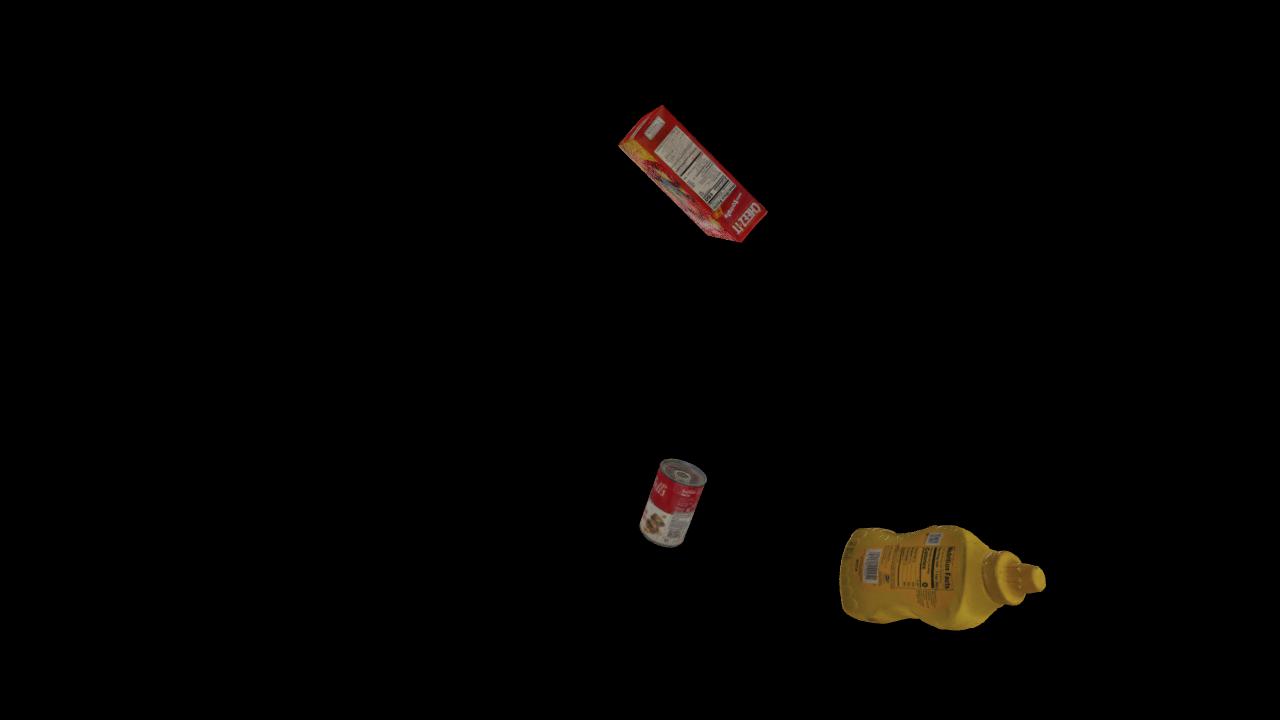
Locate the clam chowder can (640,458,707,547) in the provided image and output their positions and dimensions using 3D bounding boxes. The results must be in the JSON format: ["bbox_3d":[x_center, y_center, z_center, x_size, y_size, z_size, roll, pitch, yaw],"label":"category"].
[{"bbox_3d":[0.045,0.197,0.849,0.068,0.102,0.068,16,17,-5],"label":"clam chowder can"}]

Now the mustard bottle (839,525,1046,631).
[{"bbox_3d":[0.266,0.194,0.553,0.054,0.092,0.184,35,-31,-17],"label":"mustard bottle"}]

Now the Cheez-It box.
[{"bbox_3d":[0.076,-0.282,0.953,0.223,0.071,0.166,41,5,-17],"label":"Cheez-It box"}]
